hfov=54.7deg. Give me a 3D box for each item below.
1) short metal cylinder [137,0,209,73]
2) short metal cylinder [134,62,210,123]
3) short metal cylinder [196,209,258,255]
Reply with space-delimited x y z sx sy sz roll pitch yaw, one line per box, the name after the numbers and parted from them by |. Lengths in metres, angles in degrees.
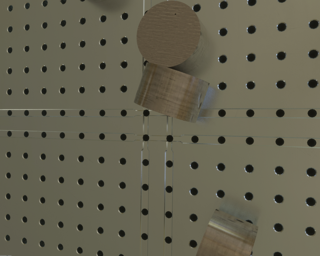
0.018 -0.112 0.393 0.080 0.050 0.080 0 90 20 | short metal cylinder
0.014 -0.043 0.378 0.080 0.080 0.050 21 97 18 | short metal cylinder
0.075 0.141 0.357 0.050 0.080 0.080 20 97 19 | short metal cylinder
